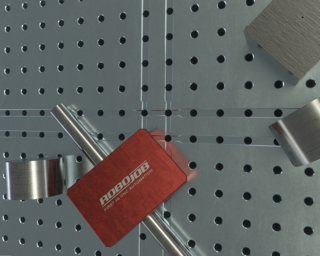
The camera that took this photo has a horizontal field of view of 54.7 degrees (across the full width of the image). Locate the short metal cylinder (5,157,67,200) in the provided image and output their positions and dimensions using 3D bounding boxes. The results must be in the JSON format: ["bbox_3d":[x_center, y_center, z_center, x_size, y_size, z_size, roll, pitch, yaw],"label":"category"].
[{"bbox_3d":[-0.177,0.070,0.444,0.080,0.080,0.050,-4,89,19],"label":"short metal cylinder"}]

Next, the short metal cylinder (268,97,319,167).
[{"bbox_3d":[0.164,-0.001,0.326,0.080,0.080,0.050,-33,80,17],"label":"short metal cylinder"}]

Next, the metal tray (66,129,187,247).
[{"bbox_3d":[-0.041,0.075,0.401,0.130,0.030,0.090,-40,76,-5],"label":"metal tray"}]

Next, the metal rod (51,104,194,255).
[{"bbox_3d":[-0.053,0.079,0.430,0.025,0.025,0.300,-46,76,14],"label":"metal rod"}]

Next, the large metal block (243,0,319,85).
[{"bbox_3d":[0.154,-0.107,0.345,0.080,0.050,0.080,-47,76,14],"label":"large metal block"}]
